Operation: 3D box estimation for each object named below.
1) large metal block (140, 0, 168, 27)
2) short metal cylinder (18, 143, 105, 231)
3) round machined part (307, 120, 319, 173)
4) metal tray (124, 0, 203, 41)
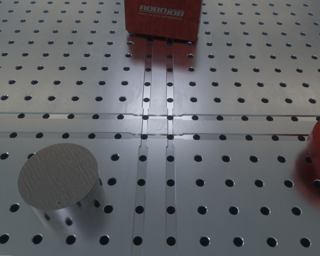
[{"bbox_3d":[-0.011,-0.247,0.580,0.050,0.080,0.080,0,50,0],"label":"large metal block"},{"bbox_3d":[-0.104,0.063,0.337,0.081,0.050,0.080,0,50,0],"label":"short metal cylinder"},{"bbox_3d":[0.227,0.032,0.371,0.099,0.042,0.098,0,50,0],"label":"round machined part"},{"bbox_3d":[0.006,-0.206,0.535,0.131,0.089,0.030,10,44,8],"label":"metal tray"}]
